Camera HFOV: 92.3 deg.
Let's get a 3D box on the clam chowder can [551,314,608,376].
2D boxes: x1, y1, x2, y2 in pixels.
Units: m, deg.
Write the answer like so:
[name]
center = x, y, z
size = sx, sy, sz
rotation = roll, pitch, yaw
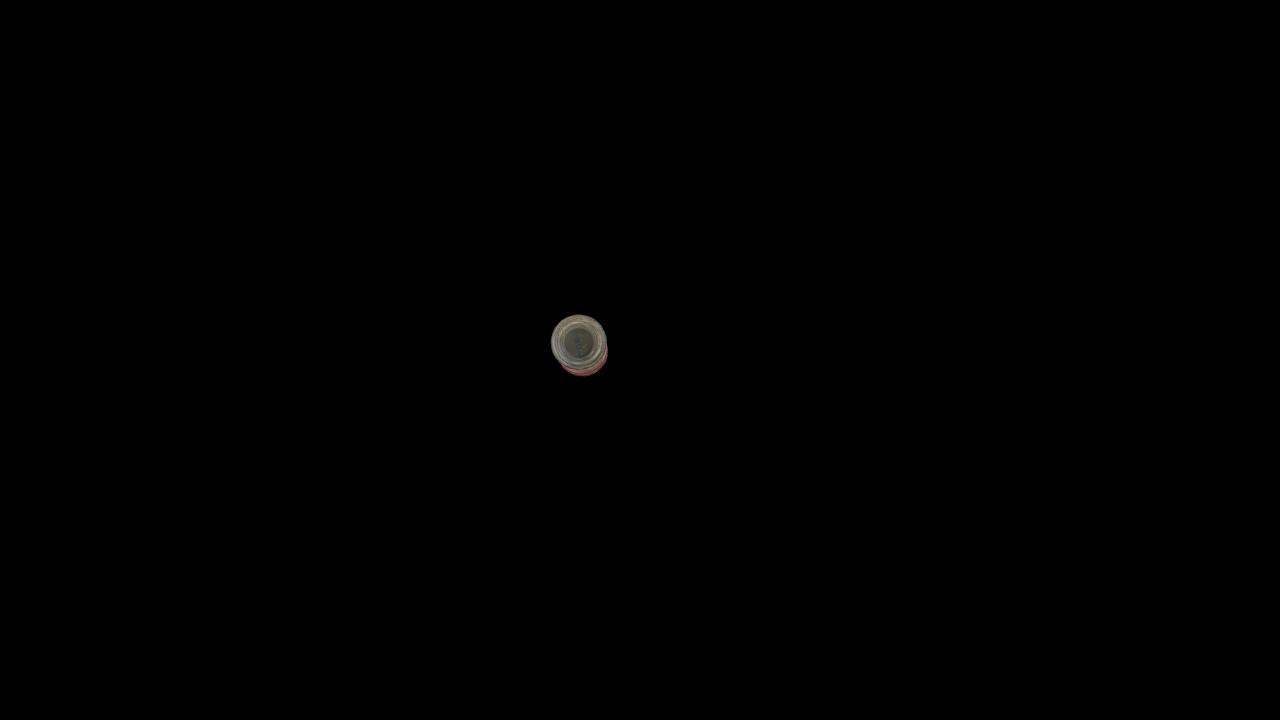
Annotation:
[clam chowder can]
center = -0.074, -0.017, 0.767
size = 0.068, 0.068, 0.102
rotation = 0, -6, -2
